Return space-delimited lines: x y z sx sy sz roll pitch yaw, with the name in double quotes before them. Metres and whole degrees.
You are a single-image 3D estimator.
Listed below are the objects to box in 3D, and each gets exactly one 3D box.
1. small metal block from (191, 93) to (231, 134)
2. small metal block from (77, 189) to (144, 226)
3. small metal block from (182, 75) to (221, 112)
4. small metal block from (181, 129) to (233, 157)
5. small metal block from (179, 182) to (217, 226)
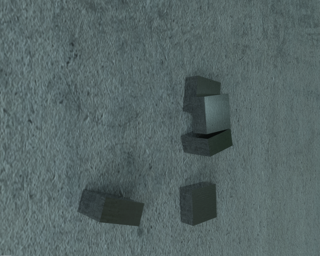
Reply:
"small metal block" 0.071 -0.021 0.432 0.050 0.025 0.050 -11 100 -38
"small metal block" -0.055 0.088 0.343 0.050 0.050 0.025 21 77 -38
"small metal block" 0.062 -0.046 0.456 0.050 0.025 0.050 9 85 -40
"small metal block" 0.067 0.018 0.443 0.050 0.050 0.025 -20 106 -38
"small metal block" 0.056 0.109 0.452 0.050 0.025 0.050 -4 93 -40
